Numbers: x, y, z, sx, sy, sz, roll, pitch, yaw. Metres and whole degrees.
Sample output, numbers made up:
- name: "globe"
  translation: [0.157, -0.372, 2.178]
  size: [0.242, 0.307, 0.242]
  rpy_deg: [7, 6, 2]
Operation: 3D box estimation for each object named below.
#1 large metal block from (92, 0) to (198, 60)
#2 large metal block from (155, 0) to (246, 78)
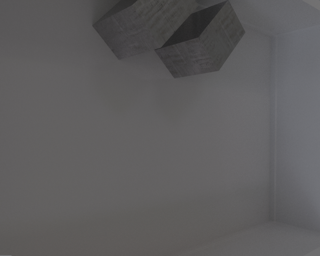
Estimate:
- name: "large metal block"
  translation: [-0.017, -0.129, 0.356]
  size: [0.050, 0.080, 0.080]
  rpy_deg: [52, 60, -28]
- name: "large metal block"
  translation: [0.053, -0.116, 0.415]
  size: [0.050, 0.080, 0.080]
  rpy_deg: [51, 60, -28]
